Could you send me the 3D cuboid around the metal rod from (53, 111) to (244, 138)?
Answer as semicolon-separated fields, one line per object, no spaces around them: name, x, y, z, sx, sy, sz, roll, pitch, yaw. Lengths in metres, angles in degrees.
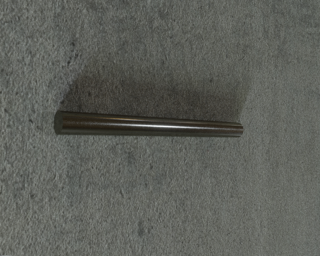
metal rod;0.011;-0.001;0.415;0.302;0.025;0.025;2;89;-40
